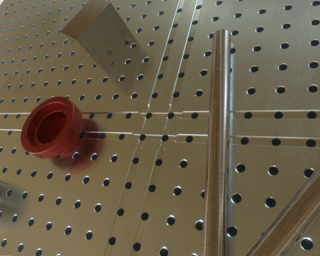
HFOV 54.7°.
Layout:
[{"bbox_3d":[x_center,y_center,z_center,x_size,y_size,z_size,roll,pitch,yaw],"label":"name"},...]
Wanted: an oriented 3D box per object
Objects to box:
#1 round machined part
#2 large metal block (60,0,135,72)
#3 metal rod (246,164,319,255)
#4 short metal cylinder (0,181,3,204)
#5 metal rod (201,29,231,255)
[{"bbox_3d":[-0.160,0.003,0.477,0.098,0.042,0.098,-13,56,20],"label":"round machined part"},{"bbox_3d":[-0.102,-0.156,0.520,0.050,0.080,0.080,34,80,38],"label":"large metal block"},{"bbox_3d":[0.106,0.107,0.286,0.300,0.025,0.025,-48,52,-6],"label":"metal rod"},{"bbox_3d":[-0.294,0.107,0.477,0.080,0.050,0.080,-13,56,20],"label":"short metal cylinder"},{"bbox_3d":[0.070,0.000,0.370,0.025,0.025,0.299,-6,59,25],"label":"metal rod"}]
